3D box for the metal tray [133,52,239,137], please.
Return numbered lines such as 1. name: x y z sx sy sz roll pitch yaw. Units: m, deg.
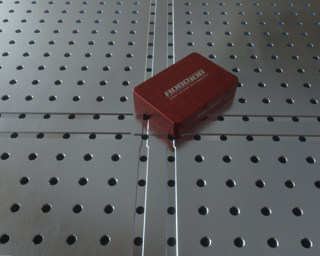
1. metal tray: 0.038 -0.053 0.449 0.131 0.030 0.090 -35 59 -26
